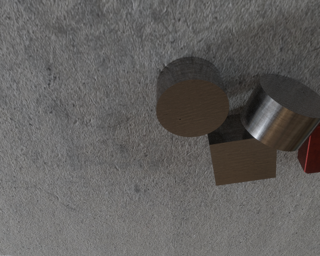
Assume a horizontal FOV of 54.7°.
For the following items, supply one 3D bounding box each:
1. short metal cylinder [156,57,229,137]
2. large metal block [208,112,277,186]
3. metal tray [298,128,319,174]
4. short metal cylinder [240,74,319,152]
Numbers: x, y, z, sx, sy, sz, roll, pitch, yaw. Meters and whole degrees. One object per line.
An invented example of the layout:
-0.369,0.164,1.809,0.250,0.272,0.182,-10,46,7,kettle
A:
0.036,-0.035,0.361,0.081,0.050,0.079,0,130,0,short metal cylinder
0.108,0.028,0.416,0.080,0.050,0.080,-10,130,8,large metal block
0.262,0.014,0.419,0.131,0.030,0.090,-9,130,7,metal tray
0.141,-0.019,0.357,0.081,0.080,0.050,12,129,-11,short metal cylinder
